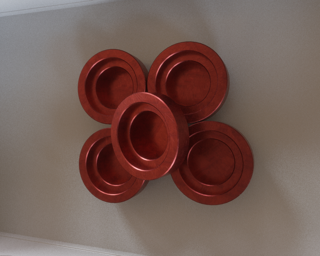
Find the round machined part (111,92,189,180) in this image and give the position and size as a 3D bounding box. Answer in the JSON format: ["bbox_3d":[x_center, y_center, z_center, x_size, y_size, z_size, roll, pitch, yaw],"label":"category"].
[{"bbox_3d":[-0.007,0.008,0.356,0.098,0.042,0.097,5,98,37],"label":"round machined part"}]

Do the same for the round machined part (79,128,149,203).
[{"bbox_3d":[-0.056,0.048,0.418,0.098,0.042,0.097,0,90,19],"label":"round machined part"}]

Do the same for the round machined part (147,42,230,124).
[{"bbox_3d":[0.037,-0.054,0.386,0.098,0.042,0.097,0,90,19],"label":"round machined part"}]

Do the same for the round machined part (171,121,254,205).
[{"bbox_3d":[0.064,0.040,0.377,0.098,0.042,0.097,0,90,19],"label":"round machined part"}]

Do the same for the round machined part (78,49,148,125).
[{"bbox_3d":[-0.057,-0.053,0.419,0.098,0.042,0.097,0,90,19],"label":"round machined part"}]
